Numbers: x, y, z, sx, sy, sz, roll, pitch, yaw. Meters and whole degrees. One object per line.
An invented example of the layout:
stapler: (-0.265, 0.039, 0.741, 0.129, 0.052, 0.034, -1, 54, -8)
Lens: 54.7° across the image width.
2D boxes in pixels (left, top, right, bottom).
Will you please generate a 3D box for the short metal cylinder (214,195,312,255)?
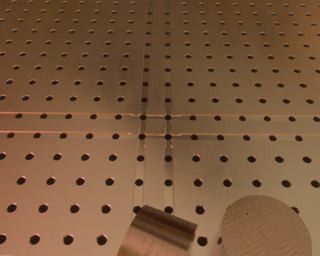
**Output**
short metal cylinder: (0.095, 0.113, 0.298, 0.081, 0.050, 0.080, 0, 50, 0)

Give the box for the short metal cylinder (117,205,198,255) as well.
short metal cylinder: (-0.003, 0.116, 0.275, 0.050, 0.080, 0.080, 18, 52, 14)
